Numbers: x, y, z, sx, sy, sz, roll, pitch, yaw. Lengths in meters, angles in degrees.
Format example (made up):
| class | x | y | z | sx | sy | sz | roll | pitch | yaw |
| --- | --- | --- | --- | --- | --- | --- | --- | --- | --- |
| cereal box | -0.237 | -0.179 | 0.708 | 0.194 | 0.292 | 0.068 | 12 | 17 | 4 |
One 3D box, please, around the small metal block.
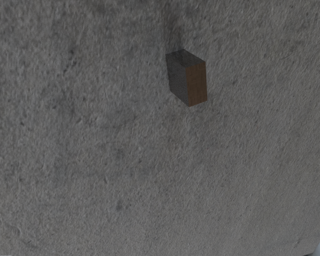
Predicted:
| class | x | y | z | sx | sy | sz | roll | pitch | yaw |
| --- | --- | --- | --- | --- | --- | --- | --- | --- | --- |
| small metal block | 0.031 | -0.060 | 0.370 | 0.025 | 0.050 | 0.050 | -21 | 126 | -16 |
